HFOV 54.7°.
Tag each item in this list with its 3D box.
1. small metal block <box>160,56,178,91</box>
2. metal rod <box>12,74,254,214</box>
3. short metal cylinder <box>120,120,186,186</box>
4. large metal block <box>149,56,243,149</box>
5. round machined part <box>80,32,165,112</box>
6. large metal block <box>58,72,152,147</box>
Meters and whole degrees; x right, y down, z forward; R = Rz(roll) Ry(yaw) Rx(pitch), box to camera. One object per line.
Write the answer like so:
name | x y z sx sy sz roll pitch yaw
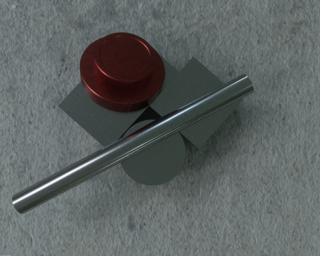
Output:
small metal block | -0.011 -0.069 0.410 0.050 0.025 0.050 43 90 -1
metal rod | -0.030 0.018 0.361 0.301 0.025 0.025 -28 90 0
short metal cylinder | -0.009 0.029 0.398 0.081 0.050 0.079 0 90 -1
large metal block | 0.044 -0.031 0.399 0.080 0.050 0.080 41 90 -1
round machined part | -0.042 -0.071 0.358 0.099 0.042 0.098 5 64 -10
large metal block | -0.066 -0.029 0.397 0.080 0.050 0.080 42 90 -1
